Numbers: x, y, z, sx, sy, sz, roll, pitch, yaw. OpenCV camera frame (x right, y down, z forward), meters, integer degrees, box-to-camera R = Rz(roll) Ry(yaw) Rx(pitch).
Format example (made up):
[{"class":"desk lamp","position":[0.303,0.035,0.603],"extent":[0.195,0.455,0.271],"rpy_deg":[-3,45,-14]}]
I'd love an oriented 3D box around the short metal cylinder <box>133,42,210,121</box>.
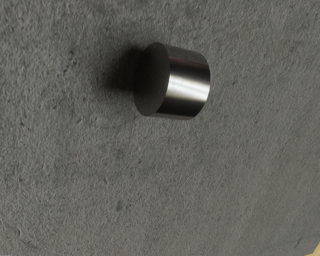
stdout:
[{"class":"short metal cylinder","position":[0.011,-0.050,0.345],"extent":[0.050,0.080,0.079],"rpy_deg":[5,116,-31]}]
